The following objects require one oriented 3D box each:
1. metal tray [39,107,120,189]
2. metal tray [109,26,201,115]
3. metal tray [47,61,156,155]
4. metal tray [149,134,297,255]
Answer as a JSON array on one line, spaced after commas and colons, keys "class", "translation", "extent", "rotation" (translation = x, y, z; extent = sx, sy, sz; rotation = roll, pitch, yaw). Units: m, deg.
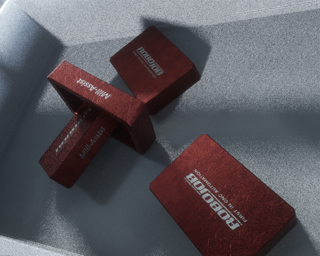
[{"class": "metal tray", "translation": [-0.108, 0.011, 0.432], "extent": [0.130, 0.030, 0.090], "rotation": [-55, 30, -11]}, {"class": "metal tray", "translation": [-0.012, -0.090, 0.464], "extent": [0.090, 0.030, 0.130], "rotation": [-38, 51, 2]}, {"class": "metal tray", "translation": [-0.071, -0.024, 0.393], "extent": [0.130, 0.090, 0.030], "rotation": [29, 69, 21]}, {"class": "metal tray", "translation": [0.060, 0.077, 0.324], "extent": [0.090, 0.030, 0.130], "rotation": [-44, 51, -2]}]
